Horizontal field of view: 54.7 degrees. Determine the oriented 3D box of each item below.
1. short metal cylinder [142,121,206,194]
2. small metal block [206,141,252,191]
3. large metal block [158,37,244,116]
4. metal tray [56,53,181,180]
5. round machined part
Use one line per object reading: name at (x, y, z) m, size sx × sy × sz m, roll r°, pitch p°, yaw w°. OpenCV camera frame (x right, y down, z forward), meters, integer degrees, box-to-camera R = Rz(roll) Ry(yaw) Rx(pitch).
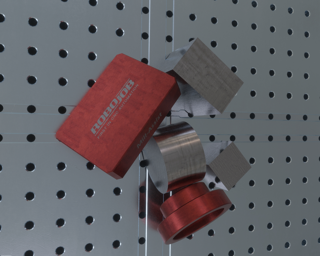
short metal cylinder at (0.015, 0.036, 0.389) m, size 0.050 × 0.080 × 0.080 m, roll -16°, pitch 96°, yaw -19°
small metal block at (0.095, 0.054, 0.448) m, size 0.050 × 0.025 × 0.050 m, roll -42°, pitch 103°, yaw -15°
large metal block at (0.045, -0.061, 0.400) m, size 0.080 × 0.080 × 0.050 m, roll 40°, pitch 78°, yaw -16°
metal tray at (-0.048, -0.017, 0.364) m, size 0.090 × 0.030 × 0.130 m, roll 29°, pitch 77°, yaw 25°
round machined part at (0.039, 0.105, 0.399) m, size 0.099 × 0.097 × 0.042 m, roll -22°, pitch 62°, yaw -19°
